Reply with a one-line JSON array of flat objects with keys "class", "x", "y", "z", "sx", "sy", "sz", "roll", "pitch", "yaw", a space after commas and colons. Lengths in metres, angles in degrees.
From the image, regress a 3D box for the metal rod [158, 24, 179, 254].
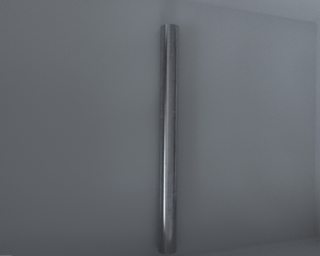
[{"class": "metal rod", "x": 0.011, "y": 0.014, "z": 0.414, "sx": 0.025, "sy": 0.025, "sz": 0.298, "roll": 1, "pitch": 90, "yaw": -20}]
